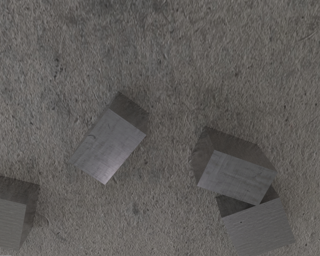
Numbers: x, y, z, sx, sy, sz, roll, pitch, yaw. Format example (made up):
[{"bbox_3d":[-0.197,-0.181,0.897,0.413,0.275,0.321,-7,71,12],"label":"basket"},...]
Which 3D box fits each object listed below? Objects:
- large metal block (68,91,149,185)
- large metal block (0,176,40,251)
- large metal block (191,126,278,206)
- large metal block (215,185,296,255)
[{"bbox_3d":[-0.059,0.009,0.383,0.050,0.080,0.080,36,106,-12],"label":"large metal block"},{"bbox_3d":[-0.225,0.117,0.438,0.080,0.050,0.079,15,109,-6],"label":"large metal block"},{"bbox_3d":[0.090,0.046,0.398,0.080,0.080,0.050,20,109,-7],"label":"large metal block"},{"bbox_3d":[0.136,0.131,0.446,0.080,0.050,0.080,-22,109,8],"label":"large metal block"}]
